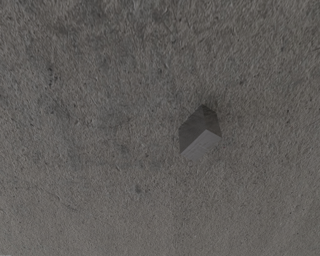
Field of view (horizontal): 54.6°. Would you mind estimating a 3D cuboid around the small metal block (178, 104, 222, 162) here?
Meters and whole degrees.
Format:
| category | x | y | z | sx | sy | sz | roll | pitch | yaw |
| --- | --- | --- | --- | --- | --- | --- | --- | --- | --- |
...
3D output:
| category | x | y | z | sx | sy | sz | roll | pitch | yaw |
| --- | --- | --- | --- | --- | --- | --- | --- | --- | --- |
| small metal block | 0.050 | 0.006 | 0.396 | 0.025 | 0.050 | 0.050 | 28 | 125 | -22 |
